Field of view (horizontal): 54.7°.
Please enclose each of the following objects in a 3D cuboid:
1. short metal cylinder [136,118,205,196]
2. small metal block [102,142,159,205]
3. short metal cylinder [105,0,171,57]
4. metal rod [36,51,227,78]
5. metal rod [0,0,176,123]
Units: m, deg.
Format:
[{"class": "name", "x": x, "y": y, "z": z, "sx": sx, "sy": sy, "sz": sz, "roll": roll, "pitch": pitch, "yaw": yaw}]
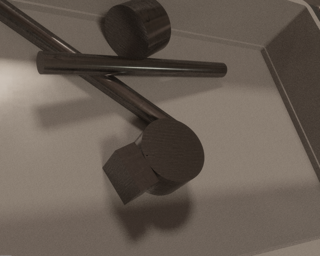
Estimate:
[{"class": "short metal cylinder", "x": 0.006, "y": 0.035, "z": 0.373, "sx": 0.081, "sy": 0.050, "sz": 0.080, "roll": 14, "pitch": 56, "yaw": -21}, {"class": "small metal block", "x": -0.034, "y": 0.051, "z": 0.342, "sx": 0.025, "sy": 0.050, "sz": 0.050, "roll": -25, "pitch": 76, "yaw": -36}, {"class": "short metal cylinder", "x": -0.032, "y": -0.139, "z": 0.440, "sx": 0.080, "sy": 0.080, "sz": 0.050, "roll": 48, "pitch": 51, "yaw": 4}, {"class": "metal rod", "x": -0.012, "y": -0.084, "z": 0.428, "sx": 0.302, "sy": 0.025, "sz": 0.025, "roll": -7, "pitch": 65, "yaw": -39}, {"class": "metal rod", "x": -0.091, "y": -0.074, "z": 0.402, "sx": 0.301, "sy": 0.025, "sz": 0.025, "roll": 35, "pitch": 51, "yaw": -6}]
